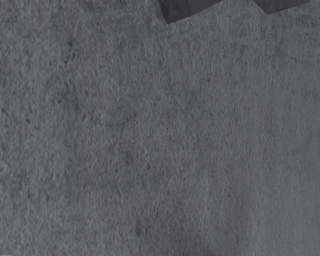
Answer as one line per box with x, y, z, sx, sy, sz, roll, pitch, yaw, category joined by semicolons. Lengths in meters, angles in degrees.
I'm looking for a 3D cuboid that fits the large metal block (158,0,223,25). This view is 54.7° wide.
0.037;-0.198;0.421;0.080;0.050;0.080;-38;114;-34;large metal block

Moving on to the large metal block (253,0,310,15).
0.224;-0.264;0.560;0.050;0.080;0.080;21;77;-39;large metal block
